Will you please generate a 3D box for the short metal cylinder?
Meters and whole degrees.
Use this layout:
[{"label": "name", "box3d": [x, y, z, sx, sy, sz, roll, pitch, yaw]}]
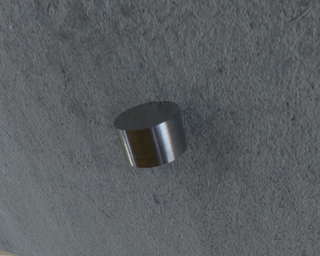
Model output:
[{"label": "short metal cylinder", "box3d": [-0.011, 0.006, 0.381, 0.080, 0.080, 0.050, -1, 118, 28]}]
